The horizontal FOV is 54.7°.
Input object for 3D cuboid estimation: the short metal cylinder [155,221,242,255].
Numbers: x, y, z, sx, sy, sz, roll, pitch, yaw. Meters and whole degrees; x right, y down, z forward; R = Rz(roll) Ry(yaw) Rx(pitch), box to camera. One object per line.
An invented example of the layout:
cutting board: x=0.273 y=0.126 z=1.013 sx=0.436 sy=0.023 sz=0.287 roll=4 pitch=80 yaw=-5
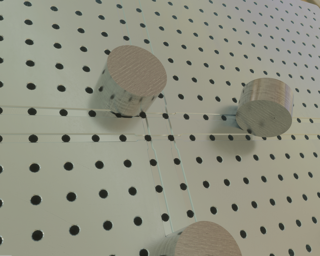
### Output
short metal cylinder: x=0.040 y=0.144 z=0.325 sx=0.081 sy=0.050 sz=0.080 roll=14 pitch=56 yaw=-21

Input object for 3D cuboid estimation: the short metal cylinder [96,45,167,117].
short metal cylinder: x=-0.038 y=-0.062 z=0.409 sx=0.081 sy=0.050 sz=0.080 roll=14 pitch=56 yaw=-21

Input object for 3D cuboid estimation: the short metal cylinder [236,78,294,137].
short metal cylinder: x=0.162 y=-0.031 z=0.478 sx=0.080 sy=0.080 sz=0.050 roll=30 pitch=52 yaw=-9
